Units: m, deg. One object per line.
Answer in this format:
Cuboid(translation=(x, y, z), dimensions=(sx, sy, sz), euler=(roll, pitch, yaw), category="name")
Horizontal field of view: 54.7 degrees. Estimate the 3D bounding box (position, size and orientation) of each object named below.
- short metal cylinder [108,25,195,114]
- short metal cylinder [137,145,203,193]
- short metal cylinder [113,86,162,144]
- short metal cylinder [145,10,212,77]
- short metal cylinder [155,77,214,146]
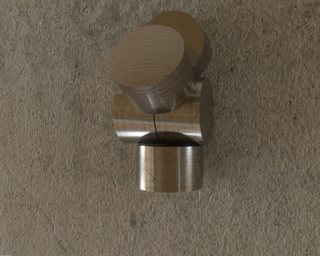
Cuboid(translation=(-0.008, -0.061, 0.329), dimensions=(0.080, 0.050, 0.080), euler=(-8, 59, 14), category="short metal cylinder")
Cuboid(translation=(0.012, 0.045, 0.376), dimensions=(0.080, 0.080, 0.050), euler=(0, 90, 19), category="short metal cylinder")
Cuboid(translation=(-0.017, -0.020, 0.387), dimensions=(0.050, 0.080, 0.079), euler=(1, 90, 19), category="short metal cylinder")
Cuboid(translation=(0.020, -0.099, 0.390), dimensions=(0.080, 0.050, 0.079), euler=(0, 90, 19), category="short metal cylinder")
Cuboid(translation=(0.032, -0.019, 0.369), dimensions=(0.050, 0.080, 0.079), euler=(0, 90, 20), category="short metal cylinder")
